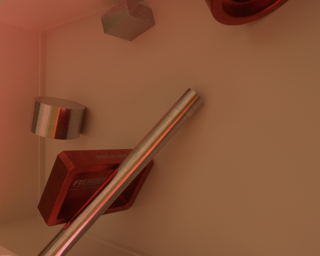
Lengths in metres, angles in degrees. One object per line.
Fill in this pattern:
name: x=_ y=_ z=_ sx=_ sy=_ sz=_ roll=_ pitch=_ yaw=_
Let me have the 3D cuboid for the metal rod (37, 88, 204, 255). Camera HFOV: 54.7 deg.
metal rod: x=-0.057 y=0.071 z=0.373 sx=0.300 sy=0.025 sz=0.025 roll=-48 pitch=59 yaw=0

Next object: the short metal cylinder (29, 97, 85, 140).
short metal cylinder: x=-0.167 y=-0.017 z=0.506 sx=0.080 sy=0.081 sz=0.050 roll=22 pitch=104 yaw=37

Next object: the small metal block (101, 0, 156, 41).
small metal block: x=-0.044 y=-0.147 z=0.424 sx=0.050 sy=0.050 sz=0.025 roll=-21 pitch=77 yaw=38

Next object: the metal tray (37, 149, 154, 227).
metal tray: x=-0.078 y=0.072 z=0.400 sx=0.030 sy=0.131 sz=0.089 roll=42 pitch=116 yaw=35

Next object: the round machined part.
round machined part: x=0.086 y=-0.146 z=0.288 sx=0.098 sy=0.099 sz=0.042 roll=-34 pitch=67 yaw=34
